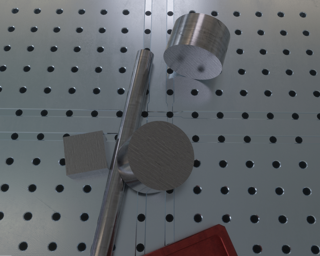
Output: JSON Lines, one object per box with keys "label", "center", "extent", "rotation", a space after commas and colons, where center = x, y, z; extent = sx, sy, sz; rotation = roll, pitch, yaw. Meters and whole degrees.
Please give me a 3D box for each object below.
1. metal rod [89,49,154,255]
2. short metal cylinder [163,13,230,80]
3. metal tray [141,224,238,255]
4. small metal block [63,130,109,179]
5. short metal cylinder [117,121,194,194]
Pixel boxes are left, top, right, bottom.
{"label": "metal rod", "center": [-0.047, 0.031, 0.399], "extent": [0.025, 0.025, 0.299], "rotation": [9, 70, 3]}
{"label": "short metal cylinder", "center": [0.050, -0.109, 0.423], "extent": [0.080, 0.080, 0.050], "rotation": [16, 71, 5]}
{"label": "metal tray", "center": [0.028, 0.174, 0.345], "extent": [0.131, 0.030, 0.090], "rotation": [-20, 71, -8]}
{"label": "small metal block", "center": [-0.094, 0.035, 0.398], "extent": [0.050, 0.025, 0.050], "rotation": [-10, 70, -4]}
{"label": "short metal cylinder", "center": [-0.006, 0.036, 0.372], "extent": [0.081, 0.050, 0.080], "rotation": [6, 73, -20]}
